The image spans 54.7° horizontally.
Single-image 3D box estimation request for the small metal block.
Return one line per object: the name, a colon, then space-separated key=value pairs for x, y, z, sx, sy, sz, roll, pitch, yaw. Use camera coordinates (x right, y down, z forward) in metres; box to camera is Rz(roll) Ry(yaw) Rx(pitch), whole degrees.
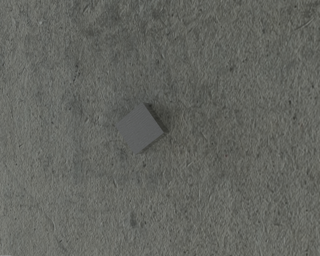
small metal block: x=-0.024 y=0.001 z=0.418 sx=0.050 sy=0.025 sz=0.050 roll=-38 pitch=78 yaw=15
